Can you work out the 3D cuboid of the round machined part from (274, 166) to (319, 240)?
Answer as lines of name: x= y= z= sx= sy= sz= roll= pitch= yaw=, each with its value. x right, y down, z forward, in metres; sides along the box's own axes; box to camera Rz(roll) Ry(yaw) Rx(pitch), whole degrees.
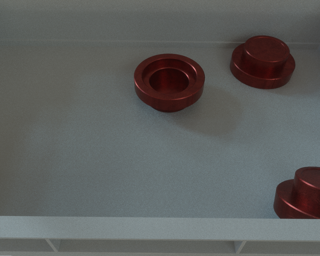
round machined part: x=0.167 y=0.070 z=0.306 sx=0.099 sy=0.042 sz=0.098 roll=4 pitch=15 yaw=-1

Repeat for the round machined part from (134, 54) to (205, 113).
round machined part: x=0.013 y=-0.060 z=0.445 sx=0.099 sy=0.042 sz=0.098 roll=0 pitch=50 yaw=0

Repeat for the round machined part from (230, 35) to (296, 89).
round machined part: x=0.163 y=-0.109 z=0.488 sx=0.099 sy=0.042 sz=0.098 roll=0 pitch=50 yaw=0
